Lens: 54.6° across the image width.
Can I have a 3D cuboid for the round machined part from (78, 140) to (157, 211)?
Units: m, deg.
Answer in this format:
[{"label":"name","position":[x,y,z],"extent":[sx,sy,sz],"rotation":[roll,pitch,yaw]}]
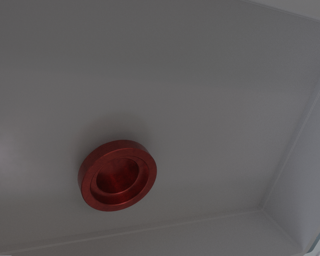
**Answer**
[{"label":"round machined part","position":[-0.057,0.056,0.401],"extent":[0.099,0.042,0.097],"rotation":[-14,124,-21]}]
